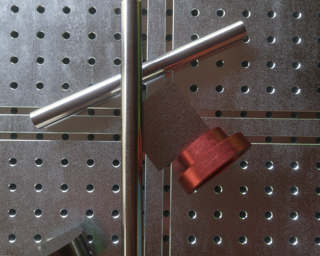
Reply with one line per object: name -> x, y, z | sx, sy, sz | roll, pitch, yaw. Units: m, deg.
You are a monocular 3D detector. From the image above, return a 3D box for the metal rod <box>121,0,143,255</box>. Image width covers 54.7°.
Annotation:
metal rod -> -0.033, 0.003, 0.363 | 0.025, 0.025, 0.298 | 0, 90, -1

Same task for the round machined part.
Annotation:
round machined part -> 0.060, 0.035, 0.380 | 0.098, 0.098, 0.042 | -38, 74, 0

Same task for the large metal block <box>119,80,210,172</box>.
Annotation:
large metal block -> 0.006, -0.003, 0.401 | 0.080, 0.050, 0.080 | -38, 90, 0

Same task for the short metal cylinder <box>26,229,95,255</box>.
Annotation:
short metal cylinder -> -0.123, 0.168, 0.384 | 0.080, 0.080, 0.050 | -24, 90, 0

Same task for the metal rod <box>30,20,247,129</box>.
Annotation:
metal rod -> -0.027, -0.071, 0.412 | 0.301, 0.025, 0.025 | -24, 90, -1
